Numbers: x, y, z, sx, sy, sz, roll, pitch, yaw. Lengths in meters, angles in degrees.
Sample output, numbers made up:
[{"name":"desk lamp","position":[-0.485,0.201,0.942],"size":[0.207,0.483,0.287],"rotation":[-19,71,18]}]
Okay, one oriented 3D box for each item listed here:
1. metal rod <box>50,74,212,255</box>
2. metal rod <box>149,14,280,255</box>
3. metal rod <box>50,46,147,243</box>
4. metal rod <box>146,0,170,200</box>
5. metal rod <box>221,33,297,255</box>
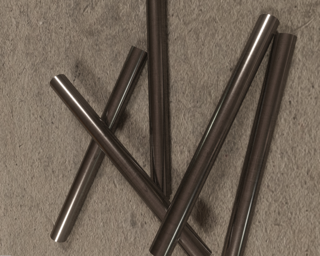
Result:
[{"name":"metal rod","position":[-0.045,0.044,0.396],"size":[0.025,0.025,0.300],"rotation":[-45,77,14]},{"name":"metal rod","position":[0.064,0.008,0.356],"size":[0.025,0.025,0.299],"rotation":[25,86,18]},{"name":"metal rod","position":[-0.089,0.028,0.438],"size":[0.025,0.025,0.298],"rotation":[28,99,17]},{"name":"metal rod","position":[-0.003,-0.055,0.409],"size":[0.025,0.025,0.298],"rotation":[-2,89,19]},{"name":"metal rod","position":[0.113,0.039,0.368],"size":[0.025,0.025,0.298],"rotation":[14,94,19]}]
